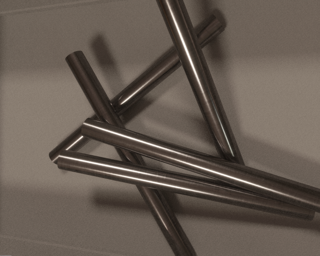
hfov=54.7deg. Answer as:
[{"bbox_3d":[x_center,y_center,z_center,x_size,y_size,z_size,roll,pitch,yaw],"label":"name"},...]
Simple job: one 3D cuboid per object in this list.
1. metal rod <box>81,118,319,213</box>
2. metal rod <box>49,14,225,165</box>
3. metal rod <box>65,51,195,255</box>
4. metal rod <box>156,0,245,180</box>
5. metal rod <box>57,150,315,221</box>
[{"bbox_3d":[0.050,0.041,0.356,0.301,0.025,0.025,17,96,12],"label":"metal rod"},{"bbox_3d":[-0.042,-0.043,0.424,0.300,0.025,0.025,-38,78,15],"label":"metal rod"},{"bbox_3d":[-0.040,0.034,0.404,0.025,0.025,0.299,-30,88,17],"label":"metal rod"},{"bbox_3d":[0.036,-0.071,0.330,0.025,0.025,0.299,-18,110,19],"label":"metal rod"},{"bbox_3d":[0.024,0.066,0.370,0.302,0.025,0.025,10,94,7],"label":"metal rod"}]
